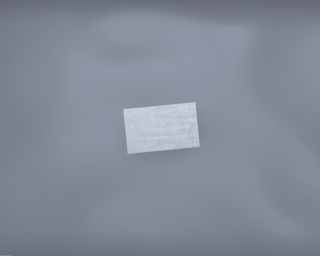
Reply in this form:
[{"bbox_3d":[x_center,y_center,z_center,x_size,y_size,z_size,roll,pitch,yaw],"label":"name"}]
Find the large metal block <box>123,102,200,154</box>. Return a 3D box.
[{"bbox_3d":[0.002,0.000,0.384,0.080,0.080,0.050,-6,90,0],"label":"large metal block"}]
